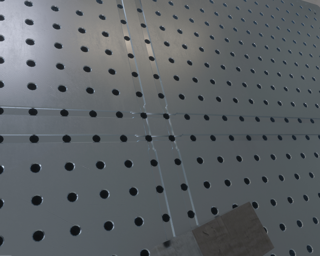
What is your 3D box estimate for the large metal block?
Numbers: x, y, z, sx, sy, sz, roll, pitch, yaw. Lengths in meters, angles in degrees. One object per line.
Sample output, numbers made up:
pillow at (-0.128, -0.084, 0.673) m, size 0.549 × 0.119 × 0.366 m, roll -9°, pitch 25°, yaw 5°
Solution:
large metal block at (0.055, 0.125, 0.326) m, size 0.081 × 0.080 × 0.050 m, roll -14°, pitch 69°, yaw -34°
